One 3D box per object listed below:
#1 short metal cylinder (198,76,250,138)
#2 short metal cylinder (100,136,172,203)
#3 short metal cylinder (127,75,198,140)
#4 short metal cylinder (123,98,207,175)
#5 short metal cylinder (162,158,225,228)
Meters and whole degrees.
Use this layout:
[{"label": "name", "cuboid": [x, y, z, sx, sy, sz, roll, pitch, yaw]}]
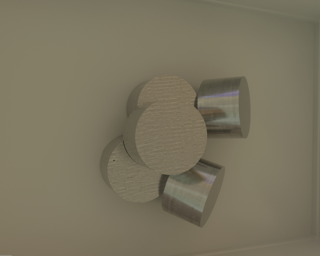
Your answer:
[{"label": "short metal cylinder", "cuboid": [0.086, -0.026, 0.407, 0.080, 0.050, 0.079, -2, 90, -64]}, {"label": "short metal cylinder", "cuboid": [-0.030, 0.048, 0.386, 0.081, 0.050, 0.079, 0, 90, -21]}, {"label": "short metal cylinder", "cuboid": [0.003, -0.025, 0.397, 0.081, 0.050, 0.079, 0, 90, -21]}, {"label": "short metal cylinder", "cuboid": [0.005, 0.009, 0.344, 0.081, 0.050, 0.079, 0, 90, -21]}, {"label": "short metal cylinder", "cuboid": [0.043, 0.077, 0.390, 0.050, 0.080, 0.080, 19, 82, 22]}]
